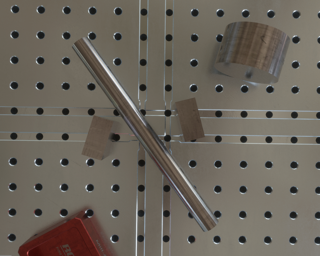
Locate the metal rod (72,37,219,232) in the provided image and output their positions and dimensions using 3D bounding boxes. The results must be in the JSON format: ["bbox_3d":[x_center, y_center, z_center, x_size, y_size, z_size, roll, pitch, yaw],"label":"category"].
[{"bbox_3d":[-0.019,0.009,0.413,0.025,0.025,0.299,-36,90,0],"label":"metal rod"}]

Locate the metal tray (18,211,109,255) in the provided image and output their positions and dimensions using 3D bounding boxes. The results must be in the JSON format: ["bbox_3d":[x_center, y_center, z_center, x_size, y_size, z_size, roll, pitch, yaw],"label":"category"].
[{"bbox_3d":[-0.113,0.190,0.409,0.090,0.030,0.130,-28,90,-1],"label":"metal tray"}]

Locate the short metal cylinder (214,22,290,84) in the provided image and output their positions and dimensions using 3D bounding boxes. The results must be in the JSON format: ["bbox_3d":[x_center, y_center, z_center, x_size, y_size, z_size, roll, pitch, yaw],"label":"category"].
[{"bbox_3d":[0.114,-0.092,0.387,0.080,0.080,0.050,17,90,-1],"label":"short metal cylinder"}]

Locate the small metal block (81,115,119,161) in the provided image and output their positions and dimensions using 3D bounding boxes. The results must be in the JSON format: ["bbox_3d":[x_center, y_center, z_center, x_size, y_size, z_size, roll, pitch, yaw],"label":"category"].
[{"bbox_3d":[-0.076,0.012,0.400,0.025,0.050,0.050,17,90,0],"label":"small metal block"}]

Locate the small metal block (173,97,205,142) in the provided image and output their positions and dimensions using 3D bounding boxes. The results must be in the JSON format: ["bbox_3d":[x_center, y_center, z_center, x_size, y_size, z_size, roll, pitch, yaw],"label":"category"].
[{"bbox_3d":[0.036,-0.010,0.401,0.025,0.050,0.050,-14,90,0],"label":"small metal block"}]
